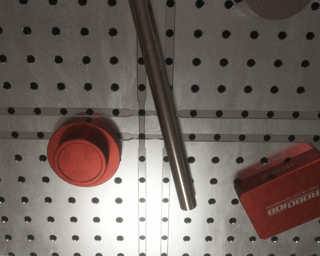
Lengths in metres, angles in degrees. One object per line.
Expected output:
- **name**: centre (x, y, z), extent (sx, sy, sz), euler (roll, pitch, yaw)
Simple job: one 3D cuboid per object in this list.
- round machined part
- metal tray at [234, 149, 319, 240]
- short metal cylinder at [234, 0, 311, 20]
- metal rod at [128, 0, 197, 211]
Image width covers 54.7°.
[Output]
- **round machined part**: centre (-0.103, 0.038, 0.417), extent (0.099, 0.042, 0.097), euler (0, 110, -1)
- **metal tray**: centre (0.187, 0.098, 0.450), extent (0.130, 0.030, 0.090), euler (-27, 108, 9)
- **short metal cylinder**: centre (0.124, -0.162, 0.342), extent (0.081, 0.050, 0.079), euler (0, 110, -1)
- **metal rod**: centre (0.008, -0.022, 0.405), extent (0.025, 0.025, 0.298), euler (-13, 110, 4)
